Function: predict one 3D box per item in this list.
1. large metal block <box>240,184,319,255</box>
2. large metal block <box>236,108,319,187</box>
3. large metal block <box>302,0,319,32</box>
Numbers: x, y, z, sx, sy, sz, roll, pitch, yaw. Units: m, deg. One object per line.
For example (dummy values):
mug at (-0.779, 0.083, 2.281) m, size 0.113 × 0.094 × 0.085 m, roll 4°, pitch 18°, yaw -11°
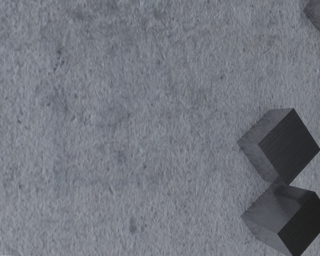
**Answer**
large metal block at (0.180, 0.130, 0.448) m, size 0.080 × 0.080 × 0.050 m, roll -40°, pitch 103°, yaw -16°
large metal block at (0.177, 0.027, 0.463) m, size 0.080 × 0.050 × 0.080 m, roll -41°, pitch 104°, yaw -16°
large metal block at (0.297, -0.199, 0.508) m, size 0.080 × 0.050 × 0.080 m, roll 41°, pitch 77°, yaw -16°
